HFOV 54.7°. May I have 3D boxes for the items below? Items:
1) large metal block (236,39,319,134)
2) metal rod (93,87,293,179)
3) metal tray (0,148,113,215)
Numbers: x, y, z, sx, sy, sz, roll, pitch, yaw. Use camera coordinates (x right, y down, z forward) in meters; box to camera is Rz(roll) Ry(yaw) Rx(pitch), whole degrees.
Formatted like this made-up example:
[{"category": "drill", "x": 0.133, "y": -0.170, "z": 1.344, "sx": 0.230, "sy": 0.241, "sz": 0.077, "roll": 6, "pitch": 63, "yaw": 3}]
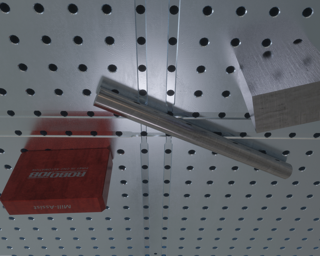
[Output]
[{"category": "large metal block", "x": 0.134, "y": -0.047, "z": 0.337, "sx": 0.080, "sy": 0.080, "sz": 0.050, "roll": -12, "pitch": 129, "yaw": 10}, {"category": "metal rod", "x": 0.057, "y": 0.013, "z": 0.423, "sx": 0.302, "sy": 0.025, "sz": 0.025, "roll": 21, "pitch": 127, "yaw": -18}, {"category": "metal tray", "x": -0.137, "y": 0.072, "z": 0.428, "sx": 0.131, "sy": 0.090, "sz": 0.030, "roll": -2, "pitch": 130, "yaw": 1}]
